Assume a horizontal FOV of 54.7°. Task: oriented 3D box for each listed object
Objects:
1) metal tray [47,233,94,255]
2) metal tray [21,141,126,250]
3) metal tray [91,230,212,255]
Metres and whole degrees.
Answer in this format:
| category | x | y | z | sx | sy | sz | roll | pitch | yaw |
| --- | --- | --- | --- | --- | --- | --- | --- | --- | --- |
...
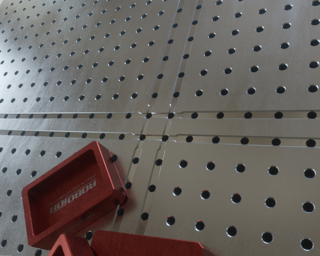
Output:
| category | x | y | z | sx | sy | sz | roll | pitch | yaw |
| --- | --- | --- | --- | --- | --- | --- | --- | --- | --- |
| metal tray | -0.109 | 0.187 | 0.312 | 0.130 | 0.030 | 0.090 | -58 | 35 | 1 |
| metal tray | -0.118 | 0.088 | 0.410 | 0.130 | 0.030 | 0.090 | -33 | 52 | 5 |
| metal tray | -0.018 | 0.159 | 0.316 | 0.130 | 0.030 | 0.090 | -3 | 60 | 26 |
